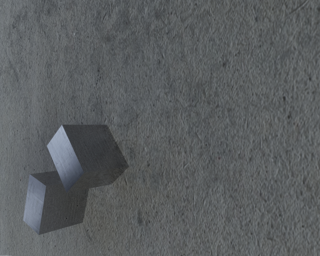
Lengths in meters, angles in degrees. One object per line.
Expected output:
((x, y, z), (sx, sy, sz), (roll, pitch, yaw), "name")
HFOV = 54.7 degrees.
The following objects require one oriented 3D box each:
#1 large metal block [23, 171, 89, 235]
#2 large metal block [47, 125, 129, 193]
((-0.168, 0.117, 0.508), (0.050, 0.081, 0.079), (19, 102, 38), "large metal block")
((-0.106, 0.042, 0.457), (0.050, 0.081, 0.080), (-46, 63, 30), "large metal block")
